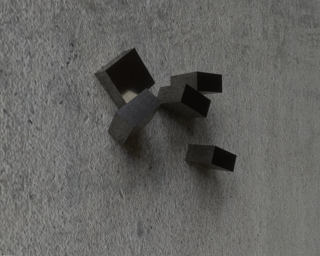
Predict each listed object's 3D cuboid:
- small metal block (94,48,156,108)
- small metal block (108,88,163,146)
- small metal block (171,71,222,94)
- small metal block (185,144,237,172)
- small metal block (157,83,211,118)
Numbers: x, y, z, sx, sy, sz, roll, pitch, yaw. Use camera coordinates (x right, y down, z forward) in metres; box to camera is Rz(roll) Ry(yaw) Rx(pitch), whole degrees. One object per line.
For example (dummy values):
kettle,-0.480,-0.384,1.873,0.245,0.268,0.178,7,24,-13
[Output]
small metal block,-0.041,-0.059,0.370,0.050,0.025,0.050,-47,118,-30
small metal block,-0.030,-0.012,0.359,0.025,0.050,0.050,44,58,5
small metal block,0.050,-0.061,0.430,0.050,0.050,0.025,-2,91,-40
small metal block,0.074,0.043,0.450,0.050,0.050,0.025,23,75,-38
small metal block,0.031,-0.035,0.414,0.050,0.050,0.025,28,73,-37
